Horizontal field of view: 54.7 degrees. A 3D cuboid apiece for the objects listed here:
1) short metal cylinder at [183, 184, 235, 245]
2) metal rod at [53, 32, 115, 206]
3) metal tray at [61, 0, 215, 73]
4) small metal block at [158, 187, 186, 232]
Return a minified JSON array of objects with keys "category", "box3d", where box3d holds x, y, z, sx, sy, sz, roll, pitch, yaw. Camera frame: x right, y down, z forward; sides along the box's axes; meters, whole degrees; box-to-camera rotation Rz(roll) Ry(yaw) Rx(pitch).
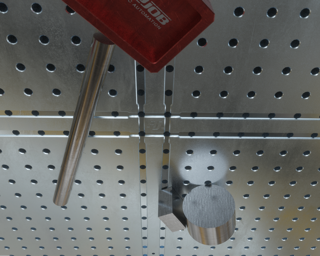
[{"category":"short metal cylinder","box3d":[0.079,0.137,0.494,0.080,0.080,0.050,-8,130,6]},{"category":"metal rod","box3d":[-0.111,0.011,0.419,0.025,0.025,0.298,16,128,-14]},{"category":"metal tray","box3d":[-0.022,-0.125,0.301,0.130,0.030,0.090,36,121,-27]},{"category":"small metal block","box3d":[0.020,0.134,0.510,0.025,0.050,0.050,-22,127,18]}]
